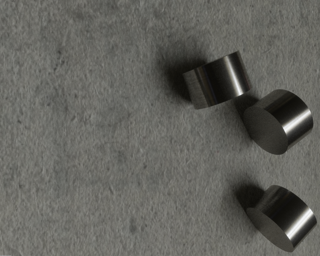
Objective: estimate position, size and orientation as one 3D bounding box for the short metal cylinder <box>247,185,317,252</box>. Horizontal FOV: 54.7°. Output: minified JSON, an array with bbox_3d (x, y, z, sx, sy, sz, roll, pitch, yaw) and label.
[{"bbox_3d":[0.173,0.129,0.446,0.050,0.080,0.080,-38,103,-16],"label":"short metal cylinder"}]

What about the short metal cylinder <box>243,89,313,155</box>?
[{"bbox_3d":[0.167,-0.009,0.443,0.050,0.080,0.080,-33,101,-17],"label":"short metal cylinder"}]

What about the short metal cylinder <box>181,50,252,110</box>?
[{"bbox_3d":[0.074,-0.063,0.408,0.081,0.080,0.050,-26,99,-18],"label":"short metal cylinder"}]
